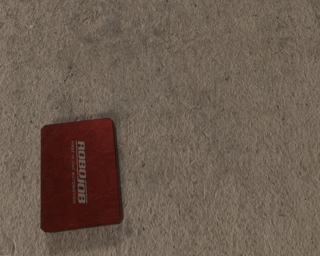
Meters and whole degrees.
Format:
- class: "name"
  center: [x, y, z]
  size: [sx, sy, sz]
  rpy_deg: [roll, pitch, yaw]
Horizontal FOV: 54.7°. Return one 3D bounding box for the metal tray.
- class: "metal tray"
  center: [-0.097, 0.057, 0.384]
  size: [0.091, 0.030, 0.129]
  rpy_deg: [-7, 70, -3]
